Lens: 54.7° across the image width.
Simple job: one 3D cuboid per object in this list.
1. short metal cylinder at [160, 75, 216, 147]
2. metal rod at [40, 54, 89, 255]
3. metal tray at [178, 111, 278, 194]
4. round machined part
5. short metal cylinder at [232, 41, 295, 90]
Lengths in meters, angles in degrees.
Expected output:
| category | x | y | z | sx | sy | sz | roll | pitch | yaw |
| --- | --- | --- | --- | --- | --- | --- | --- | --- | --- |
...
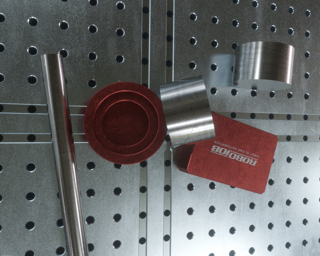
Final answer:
| category | x | y | z | sx | sy | sz | roll | pitch | yaw |
| --- | --- | --- | --- | --- | --- | --- | --- | --- | --- |
| short metal cylinder | 0.034 | -0.020 | 0.378 | 0.050 | 0.080 | 0.080 | -12 | 95 | 7 |
| metal rod | -0.110 | 0.063 | 0.371 | 0.025 | 0.025 | 0.298 | -8 | 93 | -20 |
| metal tray | 0.101 | 0.036 | 0.447 | 0.131 | 0.030 | 0.090 | 18 | 84 | -19 |
| round machined part | -0.042 | -0.005 | 0.382 | 0.099 | 0.042 | 0.097 | 0 | 87 | -10 |
| short metal cylinder | 0.145 | -0.085 | 0.436 | 0.081 | 0.080 | 0.050 | 7 | 88 | -20 |
